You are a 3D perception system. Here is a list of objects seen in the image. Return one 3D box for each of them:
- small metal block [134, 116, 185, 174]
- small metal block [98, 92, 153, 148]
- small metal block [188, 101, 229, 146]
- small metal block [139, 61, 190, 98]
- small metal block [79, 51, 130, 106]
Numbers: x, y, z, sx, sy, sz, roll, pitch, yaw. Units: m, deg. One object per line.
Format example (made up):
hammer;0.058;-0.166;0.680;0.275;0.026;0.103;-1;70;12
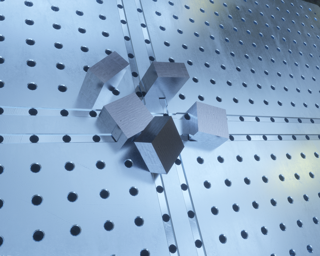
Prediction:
small metal block;0.001;0.020;0.379;0.050;0.025;0.050;-53;131;-39
small metal block;-0.040;-0.011;0.393;0.050;0.025;0.050;-30;78;-38
small metal block;0.070;-0.006;0.448;0.050;0.025;0.050;14;56;-21
small metal block;0.005;-0.067;0.435;0.050;0.050;0.025;-5;64;-30
small metal block;-0.071;-0.062;0.392;0.025;0.050;0.050;42;51;0
